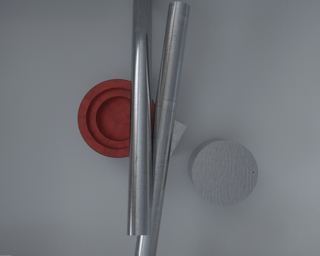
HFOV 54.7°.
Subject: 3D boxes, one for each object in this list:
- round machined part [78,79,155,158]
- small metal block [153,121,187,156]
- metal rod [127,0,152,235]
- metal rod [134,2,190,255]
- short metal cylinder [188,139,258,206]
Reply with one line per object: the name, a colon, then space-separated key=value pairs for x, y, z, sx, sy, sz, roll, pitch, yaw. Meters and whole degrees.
round machined part: x=-0.052 y=-0.012 z=0.402 sx=0.099 sy=0.042 sz=0.097 roll=0 pitch=90 yaw=-1
small metal block: x=0.009 y=0.014 z=0.399 sx=0.025 sy=0.050 sz=0.050 roll=29 pitch=90 yaw=-1
metal rod: x=-0.022 y=-0.033 z=0.363 sx=0.025 sy=0.025 sz=0.299 roll=0 pitch=73 yaw=-1
metal rod: x=0.003 y=0.005 z=0.361 sx=0.025 sy=0.025 sz=0.298 roll=8 pitch=90 yaw=-1
short metal cylinder: x=0.079 y=0.054 z=0.400 sx=0.081 sy=0.050 sz=0.079 roll=0 pitch=90 yaw=-1
